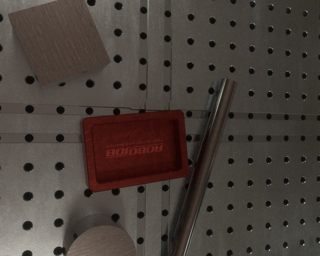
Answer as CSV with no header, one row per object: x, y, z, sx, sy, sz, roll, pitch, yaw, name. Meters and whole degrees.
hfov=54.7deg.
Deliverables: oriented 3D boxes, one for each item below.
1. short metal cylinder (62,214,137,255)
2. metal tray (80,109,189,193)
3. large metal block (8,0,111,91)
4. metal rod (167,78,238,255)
-0.074,0.150,0.373,0.081,0.050,0.079,0,90,-21,short metal cylinder
-0.031,0.026,0.399,0.131,0.030,0.089,-6,92,-20,metal tray
-0.114,-0.096,0.357,0.081,0.050,0.080,-25,99,-19,large metal block
0.055,0.074,0.434,0.025,0.025,0.299,20,83,-19,metal rod
